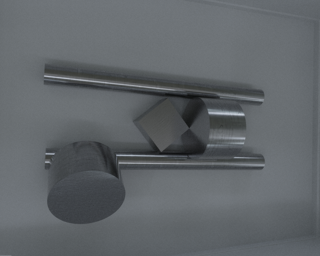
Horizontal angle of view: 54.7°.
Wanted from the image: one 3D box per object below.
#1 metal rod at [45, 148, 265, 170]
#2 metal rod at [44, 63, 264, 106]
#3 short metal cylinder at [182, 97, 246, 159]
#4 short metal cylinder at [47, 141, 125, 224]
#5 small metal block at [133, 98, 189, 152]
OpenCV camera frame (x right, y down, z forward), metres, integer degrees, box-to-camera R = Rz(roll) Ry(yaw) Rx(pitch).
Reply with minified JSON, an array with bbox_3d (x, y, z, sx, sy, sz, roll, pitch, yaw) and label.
[{"bbox_3d":[0.008,0.043,0.412,0.303,0.025,0.025,3,89,-21],"label":"metal rod"},{"bbox_3d":[0.007,-0.054,0.412,0.302,0.025,0.025,3,89,-21],"label":"metal rod"},{"bbox_3d":[0.068,0.001,0.406,0.050,0.080,0.079,2,90,-20],"label":"short metal cylinder"},{"bbox_3d":[-0.083,0.061,0.347,0.081,0.050,0.079,-9,127,-12],"label":"short metal cylinder"},{"bbox_3d":[0.002,-0.004,0.410,0.050,0.025,0.050,-40,103,-16],"label":"small metal block"}]
